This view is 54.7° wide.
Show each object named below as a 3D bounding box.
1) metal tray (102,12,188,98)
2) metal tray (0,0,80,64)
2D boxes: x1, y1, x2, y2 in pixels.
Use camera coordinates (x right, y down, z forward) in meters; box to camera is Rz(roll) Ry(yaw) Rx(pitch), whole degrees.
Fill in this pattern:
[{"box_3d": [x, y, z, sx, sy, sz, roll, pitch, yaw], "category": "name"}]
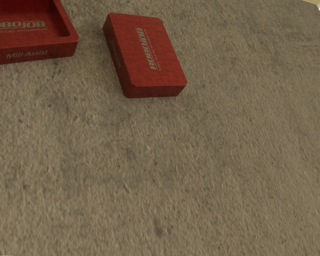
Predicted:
[{"box_3d": [-0.023, -0.107, 0.455, 0.091, 0.030, 0.130, -6, 65, -31], "category": "metal tray"}, {"box_3d": [-0.179, -0.126, 0.381, 0.131, 0.030, 0.090, -17, 71, -35], "category": "metal tray"}]
